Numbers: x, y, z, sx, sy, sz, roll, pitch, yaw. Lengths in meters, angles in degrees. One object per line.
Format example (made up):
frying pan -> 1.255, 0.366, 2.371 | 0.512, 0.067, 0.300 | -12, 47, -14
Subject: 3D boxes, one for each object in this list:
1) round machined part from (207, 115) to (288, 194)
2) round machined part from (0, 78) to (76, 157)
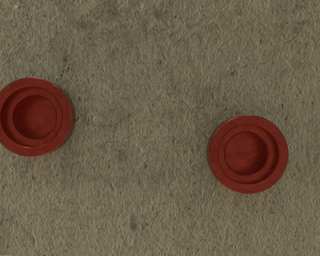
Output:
round machined part -> 0.109, 0.033, 0.402 | 0.099, 0.042, 0.097 | 0, 90, 0
round machined part -> -0.158, -0.013, 0.400 | 0.099, 0.042, 0.097 | 0, 90, 0
